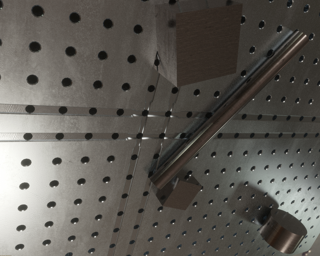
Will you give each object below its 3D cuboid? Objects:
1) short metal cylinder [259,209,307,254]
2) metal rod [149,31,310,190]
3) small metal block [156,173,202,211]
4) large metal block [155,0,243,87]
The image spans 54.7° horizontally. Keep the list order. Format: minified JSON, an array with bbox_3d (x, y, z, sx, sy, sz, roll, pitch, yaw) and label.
[{"bbox_3d":[0.260,0.217,0.656,0.081,0.080,0.050,10,113,-33],"label":"short metal cylinder"},{"bbox_3d":[0.099,-0.024,0.452,0.300,0.025,0.025,-45,130,3],"label":"metal rod"},{"bbox_3d":[0.030,0.100,0.492,0.050,0.025,0.050,22,106,-37],"label":"small metal block"},{"bbox_3d":[0.043,-0.101,0.358,0.081,0.050,0.079,-16,125,-20],"label":"large metal block"}]
